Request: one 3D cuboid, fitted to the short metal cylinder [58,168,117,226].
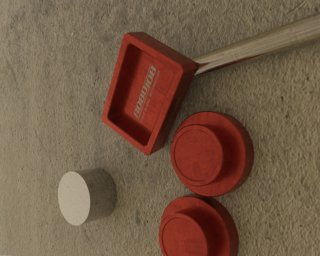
[{"bbox_3d":[-0.113,0.104,0.479,0.080,0.050,0.079,0,90,39],"label":"short metal cylinder"}]

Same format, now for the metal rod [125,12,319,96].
[{"bbox_3d":[0.065,-0.076,0.349,0.300,0.025,0.025,-12,83,39],"label":"metal rod"}]

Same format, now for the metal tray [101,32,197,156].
[{"bbox_3d":[-0.019,-0.041,0.387,0.090,0.030,0.129,36,124,21],"label":"metal tray"}]

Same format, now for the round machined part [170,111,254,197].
[{"bbox_3d":[0.051,0.029,0.351,0.098,0.042,0.097,0,90,39],"label":"round machined part"}]

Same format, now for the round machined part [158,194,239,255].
[{"bbox_3d":[0.037,0.129,0.362,0.098,0.042,0.097,0,90,39],"label":"round machined part"}]
